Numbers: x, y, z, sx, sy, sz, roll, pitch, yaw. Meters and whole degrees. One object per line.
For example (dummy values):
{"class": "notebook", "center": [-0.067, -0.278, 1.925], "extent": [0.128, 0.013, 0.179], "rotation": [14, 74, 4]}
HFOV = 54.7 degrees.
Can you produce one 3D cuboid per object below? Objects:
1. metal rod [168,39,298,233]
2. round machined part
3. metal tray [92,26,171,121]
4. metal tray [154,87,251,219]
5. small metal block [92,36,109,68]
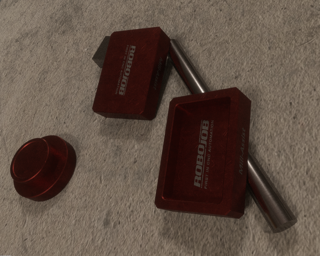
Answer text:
{"class": "metal rod", "center": [0.066, -0.017, 0.378], "extent": [0.025, 0.025, 0.300], "rotation": [-31, 52, 8]}
{"class": "round machined part", "center": [-0.176, 0.053, 0.450], "extent": [0.098, 0.042, 0.098], "rotation": [-13, 56, 20]}
{"class": "metal tray", "center": [-0.041, -0.079, 0.451], "extent": [0.090, 0.030, 0.129], "rotation": [4, 76, 30]}
{"class": "metal tray", "center": [0.047, 0.026, 0.335], "extent": [0.090, 0.030, 0.130], "rotation": [-6, 67, 39]}
{"class": "small metal block", "center": [-0.078, -0.126, 0.520], "extent": [0.050, 0.025, 0.050], "rotation": [13, 68, 33]}
